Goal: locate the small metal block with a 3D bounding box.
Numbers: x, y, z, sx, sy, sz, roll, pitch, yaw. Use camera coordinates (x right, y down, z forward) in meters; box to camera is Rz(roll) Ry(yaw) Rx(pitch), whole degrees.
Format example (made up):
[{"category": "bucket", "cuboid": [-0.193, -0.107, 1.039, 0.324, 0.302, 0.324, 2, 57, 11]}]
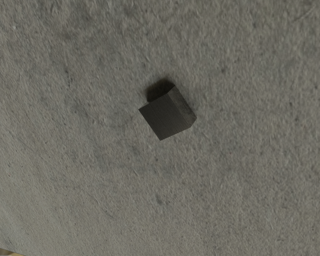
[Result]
[{"category": "small metal block", "cuboid": [0.010, -0.018, 0.391, 0.050, 0.025, 0.050, -26, 105, 37]}]
